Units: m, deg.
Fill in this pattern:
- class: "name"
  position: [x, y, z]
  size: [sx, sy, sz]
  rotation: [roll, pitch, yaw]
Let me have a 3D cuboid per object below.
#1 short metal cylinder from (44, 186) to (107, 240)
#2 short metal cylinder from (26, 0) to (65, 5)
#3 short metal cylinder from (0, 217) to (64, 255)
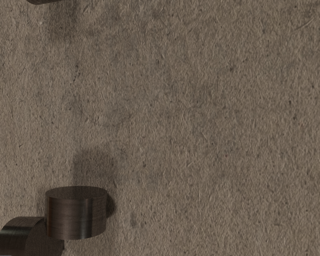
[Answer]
- class: "short metal cylinder"
  position: [-0.113, 0.111, 0.418]
  size: [0.080, 0.080, 0.050]
  rotation: [3, 91, 19]
- class: "short metal cylinder"
  position: [-0.163, -0.219, 0.436]
  size: [0.050, 0.080, 0.079]
  rotation: [-2, 90, 20]
- class: "short metal cylinder"
  position: [-0.184, 0.168, 0.443]
  size: [0.050, 0.080, 0.080]
  rotation: [-5, 88, 19]
